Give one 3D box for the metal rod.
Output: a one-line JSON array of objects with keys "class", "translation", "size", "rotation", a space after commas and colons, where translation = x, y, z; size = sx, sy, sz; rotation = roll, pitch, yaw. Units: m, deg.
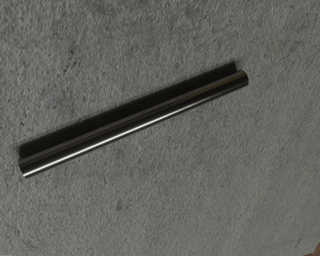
[{"class": "metal rod", "translation": [-0.021, -0.011, 0.387], "size": [0.302, 0.025, 0.025], "rotation": [-23, 127, -14]}]
